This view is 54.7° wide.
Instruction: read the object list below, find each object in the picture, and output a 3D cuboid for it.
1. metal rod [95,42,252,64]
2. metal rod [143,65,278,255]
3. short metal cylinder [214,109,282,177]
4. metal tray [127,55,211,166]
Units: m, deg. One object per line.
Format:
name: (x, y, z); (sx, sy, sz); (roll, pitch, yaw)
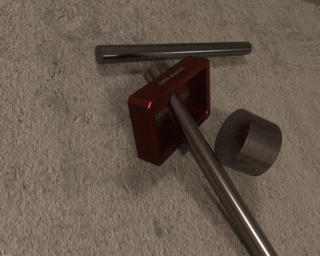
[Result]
metal rod: (0.041, -0.125, 0.504); (0.303, 0.025, 0.025); (-12, 68, -33)
metal rod: (0.067, 0.055, 0.383); (0.025, 0.025, 0.299); (-29, 85, -38)
short metal cylinder: (0.117, 0.020, 0.422); (0.050, 0.080, 0.080); (23, 53, -15)
metal tray: (0.019, -0.025, 0.389); (0.030, 0.089, 0.131); (18, 42, 32)
